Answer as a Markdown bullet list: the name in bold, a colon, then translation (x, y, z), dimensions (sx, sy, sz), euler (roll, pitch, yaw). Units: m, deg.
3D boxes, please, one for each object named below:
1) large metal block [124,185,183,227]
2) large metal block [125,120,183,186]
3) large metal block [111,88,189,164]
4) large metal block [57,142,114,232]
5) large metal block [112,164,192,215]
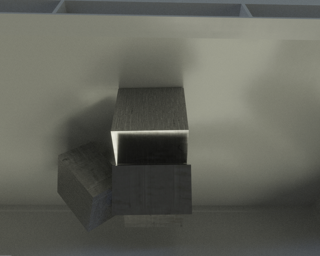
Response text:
- **large metal block**: translation (-0.009, 0.095, 0.451), dimensions (0.081, 0.080, 0.050), euler (0, 130, -1)
- **large metal block**: translation (-0.010, 0.034, 0.422), dimensions (0.081, 0.050, 0.079), euler (-1, 130, 0)
- **large metal block**: translation (-0.010, -0.004, 0.366), dimensions (0.081, 0.080, 0.050), euler (-1, 130, 0)
- **large metal block**: translation (-0.097, 0.080, 0.427), dimensions (0.050, 0.080, 0.079), euler (-25, 144, -39)
- **large metal block**: translation (-0.008, 0.066, 0.353), dimensions (0.081, 0.080, 0.050), euler (-1, 85, 0)
